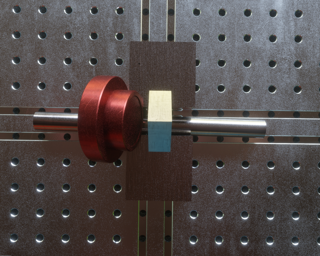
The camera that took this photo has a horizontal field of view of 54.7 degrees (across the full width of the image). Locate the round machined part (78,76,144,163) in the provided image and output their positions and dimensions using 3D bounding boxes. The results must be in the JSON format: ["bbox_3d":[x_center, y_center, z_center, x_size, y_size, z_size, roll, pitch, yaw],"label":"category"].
[{"bbox_3d":[-0.049,-0.009,0.347,0.042,0.098,0.097,4,90,14],"label":"round machined part"}]

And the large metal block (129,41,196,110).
[{"bbox_3d":[0.003,-0.065,0.401,0.081,0.050,0.079,1,90,0],"label":"large metal block"}]

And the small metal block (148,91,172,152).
[{"bbox_3d":[0.000,-0.008,0.357,0.025,0.050,0.050,1,46,0],"label":"small metal block"}]

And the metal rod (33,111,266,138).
[{"bbox_3d":[-0.013,-0.004,0.413,0.302,0.025,0.025,2,90,0],"label":"metal rod"}]

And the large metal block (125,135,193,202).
[{"bbox_3d":[-0.001,0.049,0.401,0.081,0.050,0.079,1,90,0],"label":"large metal block"}]
